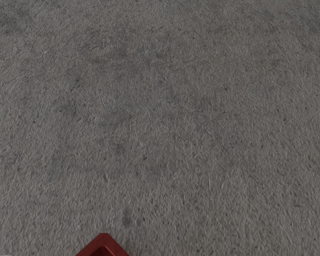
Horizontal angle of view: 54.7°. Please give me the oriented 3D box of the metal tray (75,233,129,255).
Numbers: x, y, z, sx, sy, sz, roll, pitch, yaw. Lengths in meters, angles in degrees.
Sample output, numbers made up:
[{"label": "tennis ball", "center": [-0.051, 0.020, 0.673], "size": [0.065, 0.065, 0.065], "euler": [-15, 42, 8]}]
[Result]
[{"label": "metal tray", "center": [-0.038, 0.166, 0.259], "size": [0.130, 0.030, 0.090], "euler": [36, 59, 26]}]
